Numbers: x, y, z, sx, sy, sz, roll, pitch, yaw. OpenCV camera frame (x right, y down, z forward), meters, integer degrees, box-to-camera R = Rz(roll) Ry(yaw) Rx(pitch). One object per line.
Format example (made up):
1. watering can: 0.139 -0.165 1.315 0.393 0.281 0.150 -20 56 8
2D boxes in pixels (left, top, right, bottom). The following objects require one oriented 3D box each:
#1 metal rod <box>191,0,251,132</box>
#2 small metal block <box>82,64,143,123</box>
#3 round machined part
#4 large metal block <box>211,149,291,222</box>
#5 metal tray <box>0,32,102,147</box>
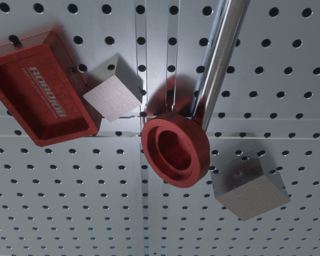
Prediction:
1. metal rod: 0.066 -0.080 0.344 0.025 0.025 0.298 7 130 -6
2. small metal block: -0.056 -0.041 0.376 0.050 0.025 0.050 -29 125 22
3. round machined part: 0.025 0.025 0.399 0.098 0.042 0.097 26 130 35
4. large metal block: 0.137 0.090 0.473 0.080 0.050 0.080 -33 123 25
5. metal tray: -0.138 -0.040 0.373 0.090 0.030 0.129 -14 129 11
